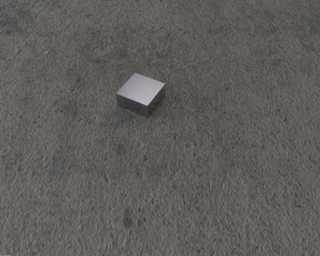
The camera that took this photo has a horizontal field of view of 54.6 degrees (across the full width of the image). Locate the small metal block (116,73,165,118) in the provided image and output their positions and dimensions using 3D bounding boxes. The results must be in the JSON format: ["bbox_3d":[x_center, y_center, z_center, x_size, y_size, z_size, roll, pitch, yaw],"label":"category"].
[{"bbox_3d":[-0.027,-0.047,0.443,0.050,0.025,0.050,23,54,18],"label":"small metal block"}]
